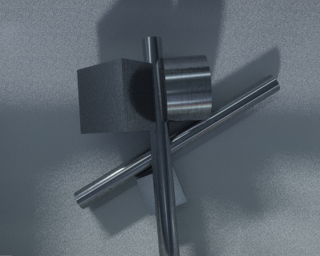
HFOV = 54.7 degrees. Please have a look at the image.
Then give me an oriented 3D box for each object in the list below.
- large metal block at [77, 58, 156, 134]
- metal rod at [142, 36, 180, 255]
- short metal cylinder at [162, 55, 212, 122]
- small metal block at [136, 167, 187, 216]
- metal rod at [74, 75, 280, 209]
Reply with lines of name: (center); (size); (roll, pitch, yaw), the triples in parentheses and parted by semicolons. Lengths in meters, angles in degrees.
large metal block: (-0.054, -0.035, 0.377); (0.080, 0.050, 0.079); (-3, 90, 40)
metal rod: (0.002, 0.038, 0.384); (0.025, 0.025, 0.298); (-5, 89, -1)
short metal cylinder: (0.031, -0.048, 0.382); (0.050, 0.080, 0.079); (-4, 90, -2)
small metal block: (0.002, 0.081, 0.410); (0.050, 0.025, 0.050); (-21, 90, -1)
metal rod: (0.023, 0.018, 0.410); (0.301, 0.025, 0.025); (-31, 90, -1)
